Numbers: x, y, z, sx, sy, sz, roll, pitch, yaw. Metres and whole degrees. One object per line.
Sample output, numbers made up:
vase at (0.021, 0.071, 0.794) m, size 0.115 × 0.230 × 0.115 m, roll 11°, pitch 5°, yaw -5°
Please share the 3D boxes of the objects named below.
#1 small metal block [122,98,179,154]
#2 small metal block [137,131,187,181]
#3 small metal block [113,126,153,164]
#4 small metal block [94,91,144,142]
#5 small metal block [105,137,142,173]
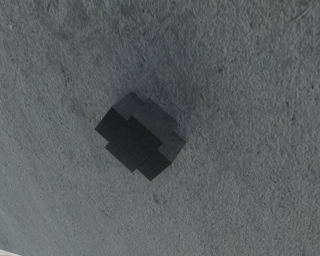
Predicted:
small metal block at (-0.011, -0.004, 0.393) m, size 0.050 × 0.050 × 0.025 m, roll 42°, pitch 129°, yaw -1°
small metal block at (0.002, 0.036, 0.411) m, size 0.025 × 0.050 × 0.050 m, roll 43°, pitch 129°, yaw -2°
small metal block at (-0.025, 0.010, 0.409) m, size 0.050 × 0.050 × 0.025 m, roll 43°, pitch 129°, yaw -2°
small metal block at (-0.052, -0.016, 0.408) m, size 0.025 × 0.050 × 0.050 m, roll 43°, pitch 129°, yaw -2°
small metal block at (-0.038, 0.024, 0.425) m, size 0.050 × 0.050 × 0.025 m, roll 43°, pitch 129°, yaw -2°
